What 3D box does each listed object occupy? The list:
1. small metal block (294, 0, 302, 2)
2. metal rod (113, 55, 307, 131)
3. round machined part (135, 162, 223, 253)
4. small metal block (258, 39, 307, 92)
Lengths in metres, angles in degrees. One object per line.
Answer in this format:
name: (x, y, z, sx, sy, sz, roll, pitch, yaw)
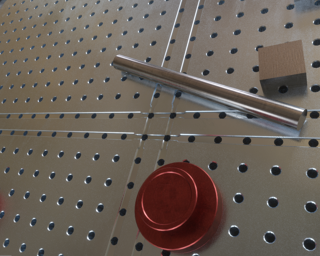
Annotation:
small metal block: (0.209, -0.206, 0.425, 0.050, 0.025, 0.050, -5, 60, 26)
metal rod: (0.043, -0.059, 0.421, 0.300, 0.025, 0.025, 24, 75, 36)
round machined part: (0.015, 0.082, 0.339, 0.098, 0.042, 0.098, -13, 56, 21)
small metal block: (0.148, -0.075, 0.376, 0.050, 0.025, 0.050, -7, 59, 24)
